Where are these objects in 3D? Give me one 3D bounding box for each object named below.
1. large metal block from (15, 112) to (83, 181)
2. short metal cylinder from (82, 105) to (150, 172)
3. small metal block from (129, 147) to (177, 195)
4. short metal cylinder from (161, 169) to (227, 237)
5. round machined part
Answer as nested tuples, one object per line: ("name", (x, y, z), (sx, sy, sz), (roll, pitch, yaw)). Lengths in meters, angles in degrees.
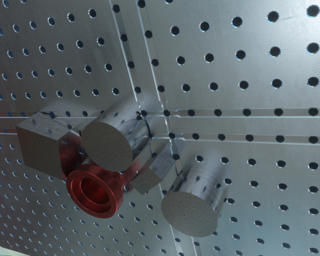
("large metal block", (-0.179, 0.029, 0.507), (0.080, 0.050, 0.079), (16, 125, 19))
("short metal cylinder", (-0.062, 0.015, 0.437), (0.080, 0.050, 0.079), (13, 124, 21))
("small metal block", (-0.009, 0.061, 0.438), (0.025, 0.050, 0.050), (45, 129, -3))
("short metal cylinder", (0.048, 0.105, 0.434), (0.080, 0.050, 0.079), (13, 124, 21))
("round machined part", (-0.103, 0.099, 0.516), (0.098, 0.042, 0.097), (13, 124, 21))
